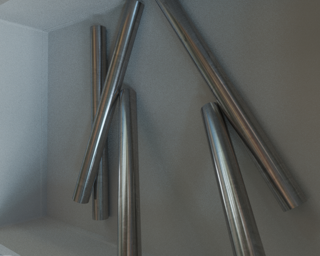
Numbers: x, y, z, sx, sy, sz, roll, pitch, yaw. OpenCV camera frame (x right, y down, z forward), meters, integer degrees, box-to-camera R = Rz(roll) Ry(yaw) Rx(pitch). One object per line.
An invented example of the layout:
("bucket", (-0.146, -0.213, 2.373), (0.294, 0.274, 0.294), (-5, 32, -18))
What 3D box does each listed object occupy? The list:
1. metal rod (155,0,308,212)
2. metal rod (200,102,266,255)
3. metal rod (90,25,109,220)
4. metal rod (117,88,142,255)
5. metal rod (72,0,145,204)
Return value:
("metal rod", (0.067, -0.049, 0.351), (0.025, 0.025, 0.299), (-41, 65, 32))
("metal rod", (0.071, 0.091, 0.262), (0.025, 0.025, 0.300), (-40, 39, 33))
("metal rod", (-0.095, -0.008, 0.485), (0.025, 0.025, 0.298), (-2, 89, 40))
("metal rod", (-0.036, 0.070, 0.357), (0.025, 0.025, 0.300), (-36, 43, 34))
("metal rod", (-0.076, -0.034, 0.450), (0.025, 0.025, 0.298), (21, 97, 38))
